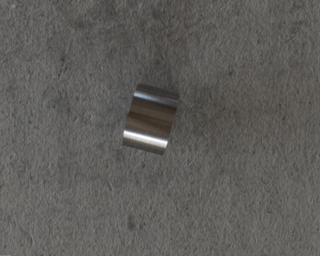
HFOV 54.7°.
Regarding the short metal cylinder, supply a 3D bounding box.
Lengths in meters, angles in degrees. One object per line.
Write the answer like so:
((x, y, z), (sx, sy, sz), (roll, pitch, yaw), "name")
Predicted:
((-0.011, -0.011, 0.382), (0.050, 0.080, 0.080), (15, 90, 0), "short metal cylinder")
